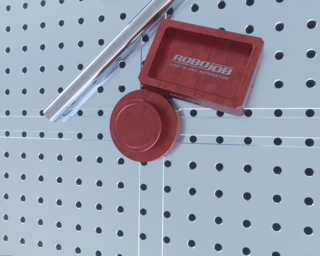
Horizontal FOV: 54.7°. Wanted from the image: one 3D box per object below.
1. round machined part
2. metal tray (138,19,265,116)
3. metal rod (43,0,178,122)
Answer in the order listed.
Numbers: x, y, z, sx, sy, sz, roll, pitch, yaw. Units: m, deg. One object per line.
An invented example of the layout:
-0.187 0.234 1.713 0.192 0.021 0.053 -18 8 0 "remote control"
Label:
-0.024 -0.003 0.411 0.098 0.042 0.097 0 90 19 "round machined part"
0.049 -0.076 0.380 0.130 0.030 0.090 18 81 18 "metal tray"
-0.057 -0.114 0.431 0.299 0.025 0.025 -41 77 15 "metal rod"
